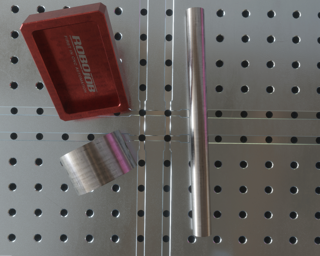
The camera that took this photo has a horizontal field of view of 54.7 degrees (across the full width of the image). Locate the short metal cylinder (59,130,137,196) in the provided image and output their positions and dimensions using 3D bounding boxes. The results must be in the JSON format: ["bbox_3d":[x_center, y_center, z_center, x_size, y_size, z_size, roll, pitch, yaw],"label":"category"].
[{"bbox_3d":[-0.076,0.042,0.385,0.080,0.080,0.050,-26,90,0],"label":"short metal cylinder"}]

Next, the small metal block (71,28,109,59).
[{"bbox_3d":[-0.087,-0.107,0.400,0.050,0.050,0.025,-6,90,-1],"label":"small metal block"}]

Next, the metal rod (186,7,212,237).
[{"bbox_3d":[0.051,-0.008,0.414,0.025,0.025,0.298,-2,90,-1],"label":"metal rod"}]

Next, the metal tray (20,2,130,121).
[{"bbox_3d":[-0.094,-0.073,0.370,0.091,0.030,0.129,-9,128,2],"label":"metal tray"}]
